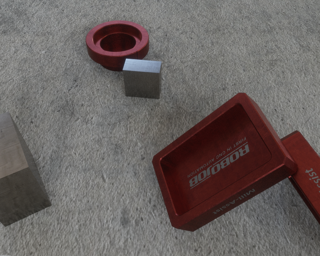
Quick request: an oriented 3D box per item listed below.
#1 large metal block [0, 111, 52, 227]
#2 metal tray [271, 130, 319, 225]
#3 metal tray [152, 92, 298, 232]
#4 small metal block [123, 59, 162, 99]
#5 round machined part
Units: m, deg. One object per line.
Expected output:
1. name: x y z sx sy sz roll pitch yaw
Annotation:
1. large metal block: -0.162 0.044 0.329 0.050 0.080 0.080 -24 54 -19
2. metal tray: 0.162 0.074 0.299 0.030 0.090 0.130 -33 52 12
3. metal tray: 0.057 0.036 0.319 0.130 0.030 0.090 -38 48 22
4. small metal block: -0.024 -0.070 0.446 0.050 0.050 0.025 5 50 4
5. round machined part: -0.066 -0.128 0.499 0.099 0.042 0.098 0 50 0
